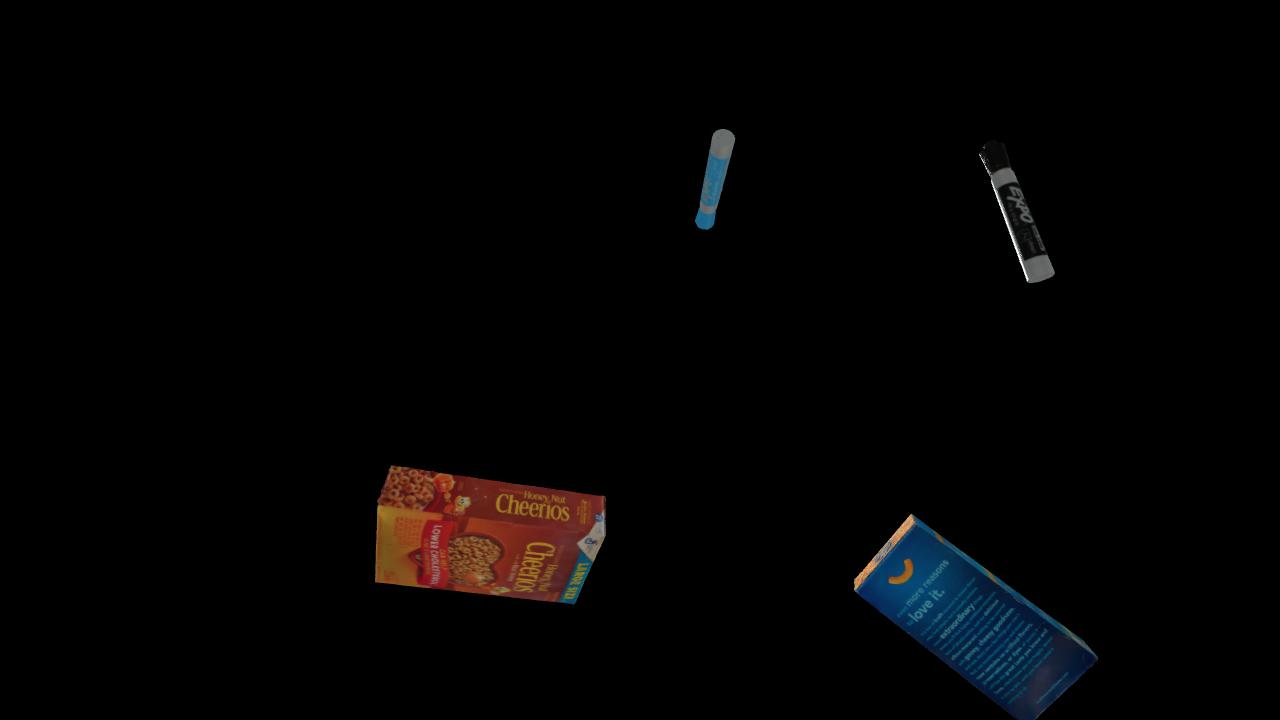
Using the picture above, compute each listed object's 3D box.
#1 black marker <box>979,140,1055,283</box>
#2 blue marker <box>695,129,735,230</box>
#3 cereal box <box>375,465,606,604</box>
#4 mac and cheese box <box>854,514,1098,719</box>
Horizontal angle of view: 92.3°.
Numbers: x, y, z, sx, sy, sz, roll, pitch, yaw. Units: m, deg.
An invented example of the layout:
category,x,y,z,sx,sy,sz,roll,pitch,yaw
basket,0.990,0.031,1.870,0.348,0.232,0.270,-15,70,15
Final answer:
category,x,y,z,sx,sy,sz,roll,pitch,yaw
black marker,0.295,-0.119,0.484,0.020,0.121,0.020,-10,-15,-3
blue marker,0.065,-0.156,0.551,0.020,0.020,0.121,0,-22,-2
cereal box,-0.217,0.262,0.895,0.306,0.203,0.081,12,41,-12
mac and cheese box,0.307,0.241,0.578,0.184,0.093,0.041,38,14,12
